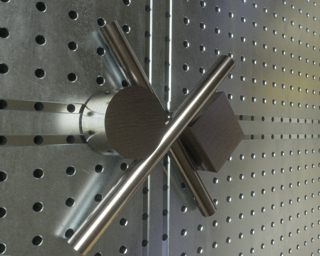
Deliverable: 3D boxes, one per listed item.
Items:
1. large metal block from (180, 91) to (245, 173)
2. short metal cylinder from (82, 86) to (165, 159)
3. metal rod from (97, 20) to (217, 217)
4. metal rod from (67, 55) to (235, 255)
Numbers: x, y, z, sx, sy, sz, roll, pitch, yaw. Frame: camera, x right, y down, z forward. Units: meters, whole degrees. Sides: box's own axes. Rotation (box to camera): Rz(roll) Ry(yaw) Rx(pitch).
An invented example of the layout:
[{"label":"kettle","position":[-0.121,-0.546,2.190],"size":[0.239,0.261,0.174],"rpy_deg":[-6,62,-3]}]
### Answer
[{"label":"large metal block","position":[0.067,0.005,0.443],"size":[0.080,0.050,0.080],"rpy_deg":[-46,118,-30]},{"label":"short metal cylinder","position":[-0.041,-0.006,0.354],"size":[0.081,0.050,0.079],"rpy_deg":[0,90,-40]},{"label":"metal rod","position":[0.007,0.003,0.409],"size":[0.025,0.025,0.299],"rpy_deg":[-43,116,-31]},{"label":"metal rod","position":[0.002,0.019,0.379],"size":[0.301,0.025,0.025],"rpy_deg":[-50,120,-18]}]
